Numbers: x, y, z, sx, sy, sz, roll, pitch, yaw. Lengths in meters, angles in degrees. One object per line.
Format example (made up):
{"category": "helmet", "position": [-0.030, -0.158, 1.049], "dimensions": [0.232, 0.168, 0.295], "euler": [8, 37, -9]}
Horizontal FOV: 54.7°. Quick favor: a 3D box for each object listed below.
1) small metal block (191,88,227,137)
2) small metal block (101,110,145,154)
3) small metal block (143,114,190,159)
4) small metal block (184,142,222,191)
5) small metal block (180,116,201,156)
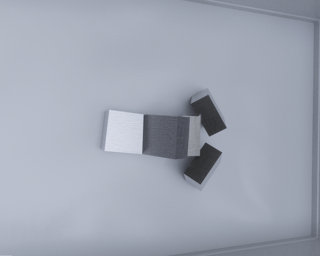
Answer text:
{"category": "small metal block", "position": [0.066, -0.023, 0.418], "dimensions": [0.025, 0.050, 0.050], "euler": [-28, 102, 15]}
{"category": "small metal block", "position": [-0.045, 0.005, 0.392], "dimensions": [0.050, 0.025, 0.050], "euler": [7, 88, -20]}
{"category": "small metal block", "position": [0.007, 0.010, 0.380], "dimensions": [0.025, 0.050, 0.050], "euler": [1, 93, -52]}
{"category": "small metal block", "position": [0.058, 0.053, 0.416], "dimensions": [0.025, 0.050, 0.050], "euler": [32, 76, 18]}
{"category": "small metal block", "position": [0.030, 0.010, 0.408], "dimensions": [0.025, 0.050, 0.050], "euler": [1, 90, -20]}
